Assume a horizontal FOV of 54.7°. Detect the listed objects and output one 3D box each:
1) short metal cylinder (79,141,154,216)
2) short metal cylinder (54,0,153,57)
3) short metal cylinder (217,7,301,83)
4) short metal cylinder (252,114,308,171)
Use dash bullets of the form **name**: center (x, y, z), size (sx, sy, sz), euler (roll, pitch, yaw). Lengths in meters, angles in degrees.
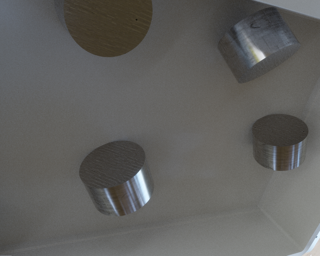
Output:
- **short metal cylinder**: center (-0.052, 0.060, 0.382), size (0.081, 0.080, 0.050), euler (-24, 127, -14)
- **short metal cylinder**: center (-0.054, -0.113, 0.293), size (0.081, 0.050, 0.079), euler (-14, 124, -21)
- **short metal cylinder**: center (0.117, -0.096, 0.370), size (0.080, 0.050, 0.080), euler (-26, 169, -5)
- **short metal cylinder**: center (0.188, 0.021, 0.489), size (0.081, 0.080, 0.050), euler (-24, 127, -14)
